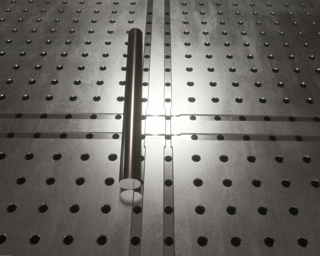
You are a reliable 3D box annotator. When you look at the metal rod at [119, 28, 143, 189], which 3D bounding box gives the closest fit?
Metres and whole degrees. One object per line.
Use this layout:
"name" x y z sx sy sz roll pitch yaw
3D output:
"metal rod" -0.039 -0.051 0.449 0.025 0.025 0.300 -1 50 -1
